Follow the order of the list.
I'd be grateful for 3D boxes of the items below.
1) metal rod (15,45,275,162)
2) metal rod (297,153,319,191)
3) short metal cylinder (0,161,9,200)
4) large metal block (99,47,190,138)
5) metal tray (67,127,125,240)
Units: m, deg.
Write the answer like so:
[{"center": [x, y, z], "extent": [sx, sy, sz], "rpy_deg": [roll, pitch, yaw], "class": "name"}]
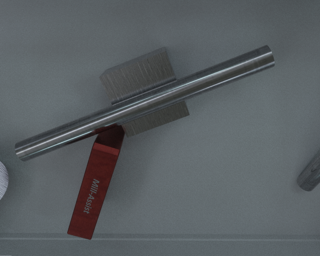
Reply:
[{"center": [-0.023, -0.024, 0.348], "extent": [0.301, 0.025, 0.025], "rpy_deg": [-21, 109, 7], "class": "metal rod"}, {"center": [0.241, -0.022, 0.343], "extent": [0.025, 0.025, 0.298], "rpy_deg": [12, 134, -5], "class": "metal rod"}, {"center": [-0.246, 0.066, 0.396], "extent": [0.050, 0.081, 0.079], "rpy_deg": [16, 117, 40], "class": "short metal cylinder"}, {"center": [-0.017, -0.045, 0.381], "extent": [0.080, 0.050, 0.080], "rpy_deg": [-20, 109, 7], "class": "large metal block"}, {"center": [-0.079, 0.063, 0.398], "extent": [0.030, 0.090, 0.129], "rpy_deg": [18, 109, -7], "class": "metal tray"}]
